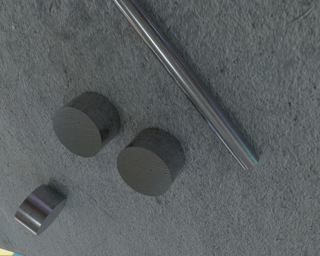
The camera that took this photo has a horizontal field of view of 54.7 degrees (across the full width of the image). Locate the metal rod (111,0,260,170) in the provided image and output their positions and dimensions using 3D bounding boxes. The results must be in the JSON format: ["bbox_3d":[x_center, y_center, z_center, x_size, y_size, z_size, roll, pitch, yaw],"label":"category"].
[{"bbox_3d":[0.017,-0.073,0.352,0.025,0.025,0.300,-32,101,38],"label":"metal rod"}]

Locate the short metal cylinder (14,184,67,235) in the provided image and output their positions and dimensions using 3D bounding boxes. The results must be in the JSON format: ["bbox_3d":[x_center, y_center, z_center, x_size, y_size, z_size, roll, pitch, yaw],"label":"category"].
[{"bbox_3d":[-0.223,0.153,0.584,0.050,0.080,0.079,35,129,5],"label":"short metal cylinder"}]

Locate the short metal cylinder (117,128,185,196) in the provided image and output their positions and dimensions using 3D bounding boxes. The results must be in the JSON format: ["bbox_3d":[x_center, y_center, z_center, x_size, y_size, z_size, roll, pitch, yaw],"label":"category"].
[{"bbox_3d":[-0.012,0.046,0.426,0.080,0.050,0.079,13,124,21],"label":"short metal cylinder"}]

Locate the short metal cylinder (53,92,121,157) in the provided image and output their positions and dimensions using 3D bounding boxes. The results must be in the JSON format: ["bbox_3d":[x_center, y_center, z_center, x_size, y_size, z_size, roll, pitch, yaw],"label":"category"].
[{"bbox_3d":[-0.104,-0.005,0.442,0.080,0.050,0.079,13,124,21],"label":"short metal cylinder"}]
